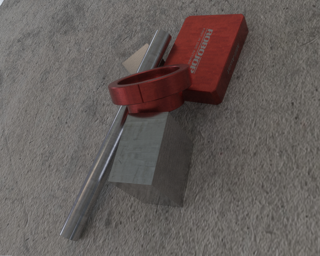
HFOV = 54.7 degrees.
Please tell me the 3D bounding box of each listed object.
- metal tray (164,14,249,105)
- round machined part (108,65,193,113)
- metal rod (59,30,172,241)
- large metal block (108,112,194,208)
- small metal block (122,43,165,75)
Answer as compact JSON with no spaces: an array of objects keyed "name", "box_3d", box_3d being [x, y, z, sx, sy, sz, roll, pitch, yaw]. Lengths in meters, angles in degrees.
[{"name":"metal tray","box_3d":[0.059,-0.098,0.430,0.090,0.030,0.130,11,67,32]},{"name":"round machined part","box_3d":[-0.008,-0.043,0.369,0.098,0.042,0.098,-13,18,5]},{"name":"metal rod","box_3d":[-0.053,0.000,0.413,0.025,0.025,0.299,15,75,34]},{"name":"large metal block","box_3d":[-0.005,0.037,0.349,0.050,0.080,0.080,-1,62,28]},{"name":"small metal block","box_3d":[-0.022,-0.095,0.474,0.050,0.025,0.050,-39,51,1]}]
